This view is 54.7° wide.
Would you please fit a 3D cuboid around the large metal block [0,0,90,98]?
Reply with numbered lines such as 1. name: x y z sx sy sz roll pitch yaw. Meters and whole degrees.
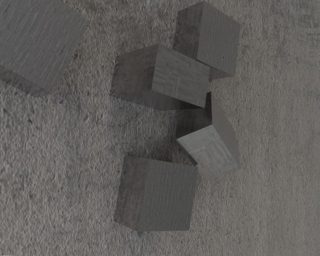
1. large metal block: -0.125 -0.084 0.283 0.080 0.050 0.080 32 70 -35

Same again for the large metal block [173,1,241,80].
1. large metal block: 0.067 -0.120 0.443 0.081 0.050 0.080 13 82 -39

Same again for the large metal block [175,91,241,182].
1. large metal block: 0.065 0.011 0.420 0.080 0.050 0.080 54 26 -27

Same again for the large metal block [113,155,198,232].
1. large metal block: -0.004 0.081 0.385 0.081 0.050 0.080 15 81 -39

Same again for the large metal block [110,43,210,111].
1. large metal block: 0.000 -0.055 0.368 0.081 0.080 0.050 14 81 -39
